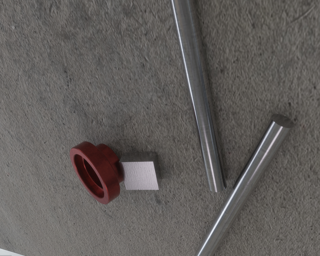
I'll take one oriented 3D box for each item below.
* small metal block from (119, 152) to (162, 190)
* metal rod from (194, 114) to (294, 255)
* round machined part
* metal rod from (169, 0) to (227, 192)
[{"bbox_3d":[-0.028,0.063,0.453,0.050,0.025,0.050,-3,118,14],"label":"small metal block"},{"bbox_3d":[0.098,0.107,0.421,0.025,0.025,0.298,26,128,12],"label":"metal rod"},{"bbox_3d":[-0.090,0.063,0.468,0.098,0.042,0.097,33,140,34],"label":"round machined part"},{"bbox_3d":[0.042,-0.053,0.351,0.025,0.025,0.298,0,119,28],"label":"metal rod"}]
